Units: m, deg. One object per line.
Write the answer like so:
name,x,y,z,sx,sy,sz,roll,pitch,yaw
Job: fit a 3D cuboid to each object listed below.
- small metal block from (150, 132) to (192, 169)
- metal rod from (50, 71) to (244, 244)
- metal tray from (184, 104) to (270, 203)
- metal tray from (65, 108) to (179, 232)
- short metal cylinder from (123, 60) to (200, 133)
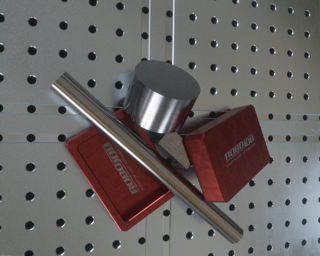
small metal block,0.015,0.025,0.400,0.050,0.050,0.025,42,77,-15
metal rod,-0.004,0.046,0.375,0.300,0.025,0.025,43,77,-16
metal tray,0.096,0.030,0.414,0.131,0.030,0.090,-27,100,-43
metal tray,-0.046,0.050,0.389,0.090,0.030,0.130,-33,101,-17
short metal cylinder,0.002,-0.039,0.374,0.081,0.080,0.050,9,129,-20
